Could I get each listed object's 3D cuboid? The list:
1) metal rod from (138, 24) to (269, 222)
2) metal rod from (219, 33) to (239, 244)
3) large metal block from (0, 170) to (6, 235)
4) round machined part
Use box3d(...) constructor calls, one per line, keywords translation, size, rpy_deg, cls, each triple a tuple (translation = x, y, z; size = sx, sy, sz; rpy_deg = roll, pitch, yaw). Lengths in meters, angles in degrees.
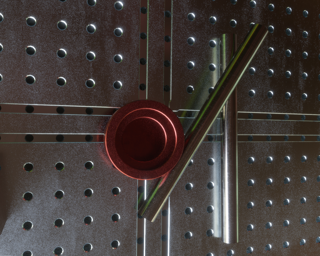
box3d(translation=(0.060, -0.010, 0.418), size=(0.025, 0.025, 0.299), rpy_deg=(33, 85, -18), cls="metal rod")
box3d(translation=(0.101, 0.015, 0.451), size=(0.025, 0.025, 0.298), rpy_deg=(-1, 90, -20), cls="metal rod")
box3d(translation=(-0.212, 0.073, 0.321), size=(0.081, 0.050, 0.079), rpy_deg=(-7, 93, -20), cls="large metal block")
box3d(translation=(-0.022, 0.014, 0.394), size=(0.099, 0.042, 0.097), rpy_deg=(1, 88, -17), cls="round machined part")
